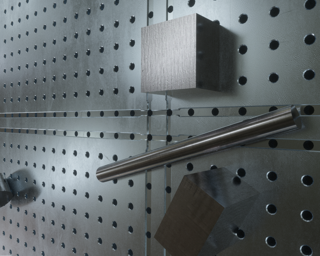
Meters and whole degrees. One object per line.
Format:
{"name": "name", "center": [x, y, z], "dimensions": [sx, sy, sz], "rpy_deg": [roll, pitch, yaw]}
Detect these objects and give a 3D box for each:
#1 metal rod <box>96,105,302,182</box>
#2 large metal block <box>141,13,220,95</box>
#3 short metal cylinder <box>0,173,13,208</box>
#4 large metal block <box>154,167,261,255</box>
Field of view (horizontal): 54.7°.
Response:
{"name": "metal rod", "center": [0.021, 0.031, 0.391], "dimensions": [0.299, 0.025, 0.025], "rpy_deg": [-21, 77, 38]}
{"name": "large metal block", "center": [0.024, -0.083, 0.374], "dimensions": [0.080, 0.050, 0.080], "rpy_deg": [1, 90, 40]}
{"name": "short metal cylinder", "center": [-0.376, 0.143, 0.685], "dimensions": [0.080, 0.081, 0.050], "rpy_deg": [-50, 61, 28]}
{"name": "large metal block", "center": [0.051, 0.093, 0.331], "dimensions": [0.050, 0.081, 0.079], "rpy_deg": [36, 112, 34]}
